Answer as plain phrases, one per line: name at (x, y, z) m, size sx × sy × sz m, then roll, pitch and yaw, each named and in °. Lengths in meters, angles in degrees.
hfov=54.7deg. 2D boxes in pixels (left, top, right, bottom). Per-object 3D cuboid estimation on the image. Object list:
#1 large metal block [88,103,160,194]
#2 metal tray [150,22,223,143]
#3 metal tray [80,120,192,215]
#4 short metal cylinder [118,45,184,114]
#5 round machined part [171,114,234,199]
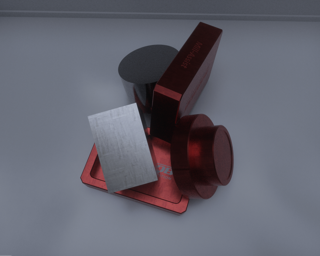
large metal block at (-0.036, 0.022, 0.346) m, size 0.050 × 0.080 × 0.080 m, roll -16°, pitch 87°, yaw 0°
metal tray at (0.032, -0.056, 0.378) m, size 0.030 × 0.089 × 0.130 m, roll 24°, pitch 56°, yaw 11°
metal tray at (-0.020, 0.046, 0.387) m, size 0.131 × 0.030 × 0.090 m, roll 16°, pitch 71°, yaw 6°
short metal cylinder at (-0.008, -0.064, 0.402) m, size 0.080 × 0.050 × 0.080 m, roll -7°, pitch 47°, yaw 8°
round machined part at (0.054, 0.032, 0.355) m, size 0.042 × 0.098 × 0.098 m, roll -6°, pitch 67°, yaw 30°
